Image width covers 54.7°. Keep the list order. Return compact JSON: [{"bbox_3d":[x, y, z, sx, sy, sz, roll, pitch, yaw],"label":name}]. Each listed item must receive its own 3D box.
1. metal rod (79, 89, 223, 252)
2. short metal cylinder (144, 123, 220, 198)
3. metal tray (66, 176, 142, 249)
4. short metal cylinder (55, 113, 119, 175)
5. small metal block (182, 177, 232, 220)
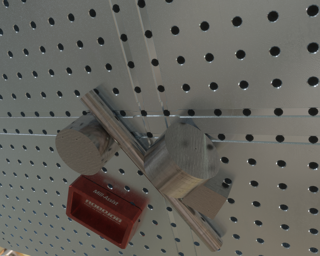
[{"bbox_3d":[-0.008,0.067,0.456,0.025,0.025,0.300,-34,100,38],"label":"metal rod"},{"bbox_3d":[0.027,0.040,0.386,0.080,0.080,0.050,41,129,0],"label":"short metal cylinder"},{"bbox_3d":[-0.104,0.152,0.556,0.130,0.030,0.089,27,128,11],"label":"metal tray"},{"bbox_3d":[-0.108,0.024,0.467,0.080,0.050,0.079,13,124,21],"label":"short metal cylinder"},{"bbox_3d":[0.065,0.094,0.435,0.050,0.025,0.050,28,128,10],"label":"small metal block"}]
